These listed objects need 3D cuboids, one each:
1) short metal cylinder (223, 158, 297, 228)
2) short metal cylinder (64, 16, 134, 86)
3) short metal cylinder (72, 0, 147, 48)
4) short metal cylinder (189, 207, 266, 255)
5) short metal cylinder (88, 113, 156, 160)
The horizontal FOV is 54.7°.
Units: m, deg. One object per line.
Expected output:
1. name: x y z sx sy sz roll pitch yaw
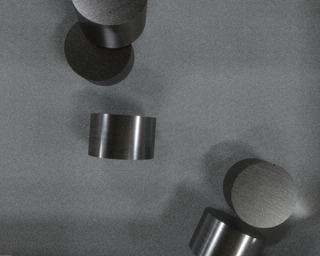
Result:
1. short metal cylinder: 0.127 0.082 0.401 0.081 0.050 0.079 0 90 -1
2. short metal cylinder: -0.075 -0.097 0.398 0.081 0.050 0.079 0 90 -1
3. short metal cylinder: -0.055 -0.138 0.349 0.081 0.050 0.080 1 77 -5
4. short metal cylinder: 0.083 0.140 0.385 0.080 0.080 0.050 25 90 -1
5. short metal cylinder: -0.046 0.010 0.383 0.081 0.080 0.050 4 90 -1
